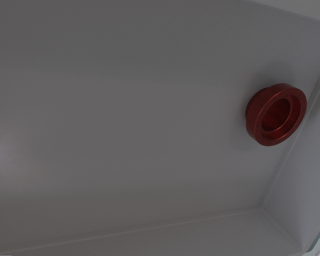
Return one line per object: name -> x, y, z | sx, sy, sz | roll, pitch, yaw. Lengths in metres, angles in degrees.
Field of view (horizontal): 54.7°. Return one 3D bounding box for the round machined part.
round machined part -> 0.172, -0.024, 0.476 | 0.099, 0.042, 0.097 | -14, 124, -21
